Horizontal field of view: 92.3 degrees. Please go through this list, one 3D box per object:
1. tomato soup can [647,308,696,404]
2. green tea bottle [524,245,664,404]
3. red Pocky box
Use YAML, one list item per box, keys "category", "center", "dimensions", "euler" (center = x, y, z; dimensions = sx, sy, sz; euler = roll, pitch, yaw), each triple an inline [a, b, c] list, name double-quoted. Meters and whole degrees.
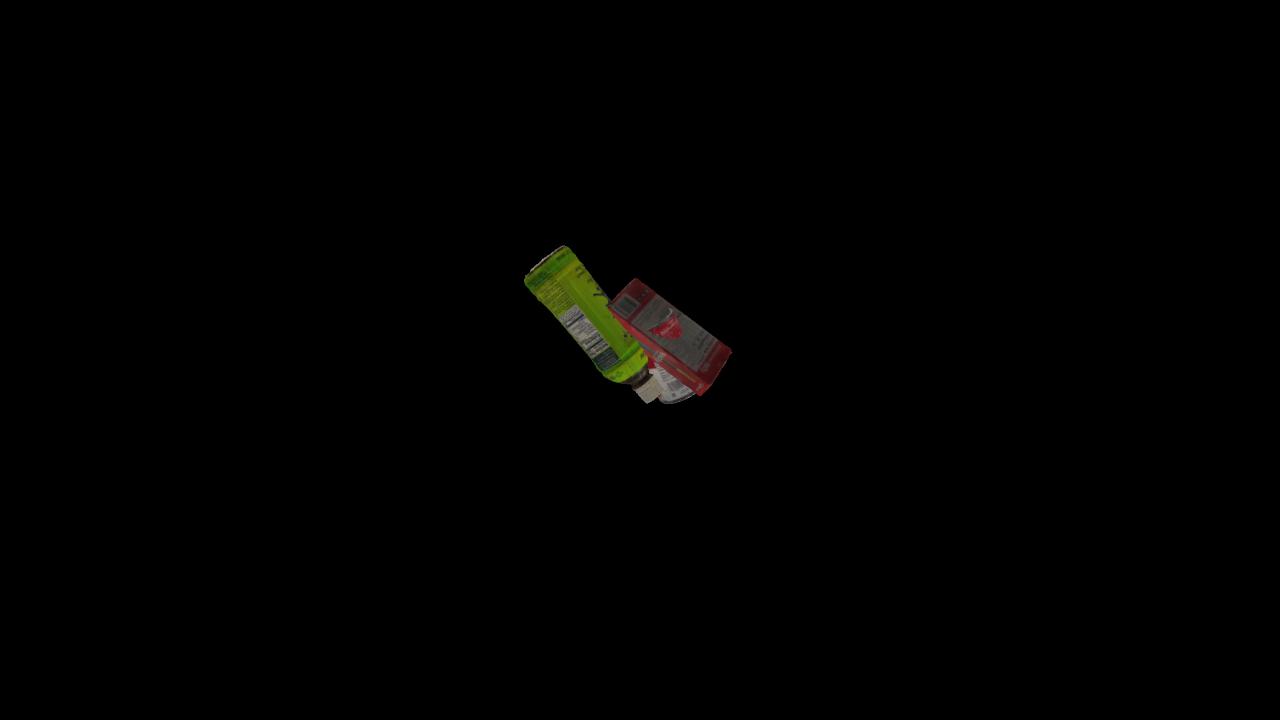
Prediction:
- category: "tomato soup can"
  center: [0.033, -0.004, 0.764]
  dimensions: [0.068, 0.101, 0.068]
  euler: [-26, 16, 8]
- category: "green tea bottle"
  center: [-0.048, -0.035, 0.739]
  dimensions: [0.073, 0.212, 0.073]
  euler: [-36, 9, 7]
- category: "red Pocky box"
  center: [0.033, -0.030, 0.750]
  dimensions: [0.028, 0.155, 0.083]
  euler: [-54, -3, 42]
